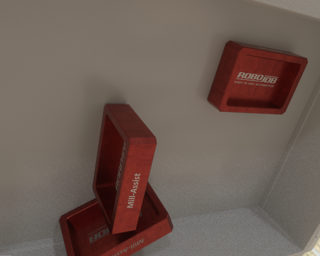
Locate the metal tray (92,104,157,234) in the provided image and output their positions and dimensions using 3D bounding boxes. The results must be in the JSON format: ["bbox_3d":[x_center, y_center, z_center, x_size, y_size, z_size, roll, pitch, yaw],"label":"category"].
[{"bbox_3d":[-0.047,0.047,0.369,0.030,0.090,0.129,-1,119,-28],"label":"metal tray"}]

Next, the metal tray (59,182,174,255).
[{"bbox_3d":[-0.060,0.127,0.412,0.131,0.090,0.030,-26,128,-12],"label":"metal tray"}]

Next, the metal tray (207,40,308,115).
[{"bbox_3d":[0.139,-0.067,0.439,0.131,0.030,0.089,1,118,-29],"label":"metal tray"}]
